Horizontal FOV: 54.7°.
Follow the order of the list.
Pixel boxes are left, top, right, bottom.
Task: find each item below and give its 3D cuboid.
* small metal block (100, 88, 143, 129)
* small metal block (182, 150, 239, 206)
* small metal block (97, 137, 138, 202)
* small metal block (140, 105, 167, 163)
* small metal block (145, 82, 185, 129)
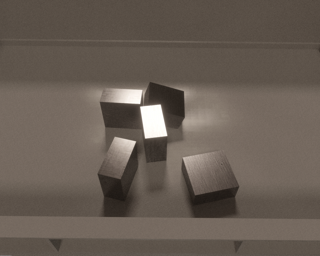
[{"bbox_3d":[-0.049,-0.025,0.409,0.050,0.050,0.025,3,50,2],"label":"small metal block"},{"bbox_3d":[0.056,0.057,0.358,0.050,0.025,0.050,-10,51,-9],"label":"small metal block"},{"bbox_3d":[-0.045,0.047,0.349,0.025,0.050,0.050,12,51,9],"label":"small metal block"},{"bbox_3d":[-0.008,0.007,0.383,0.025,0.050,0.050,-7,51,-6],"label":"small metal block"},{"bbox_3d":[0.005,-0.031,0.422,0.050,0.025,0.050,14,49,-14],"label":"small metal block"}]
